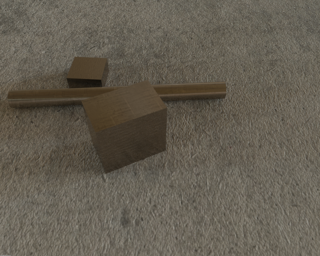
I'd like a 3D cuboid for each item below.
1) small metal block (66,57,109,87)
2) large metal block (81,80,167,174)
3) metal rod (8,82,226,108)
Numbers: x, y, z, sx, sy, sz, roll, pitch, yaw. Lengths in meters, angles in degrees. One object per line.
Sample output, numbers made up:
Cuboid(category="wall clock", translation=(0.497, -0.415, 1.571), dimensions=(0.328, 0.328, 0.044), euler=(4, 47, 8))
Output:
Cuboid(category="small metal block", translation=(-0.108, -0.082, 0.471), dimensions=(0.050, 0.025, 0.050), euler=(3, 50, 2))
Cuboid(category="large metal block", translation=(-0.040, -0.001, 0.368), dimensions=(0.081, 0.080, 0.050), euler=(-20, 53, -17))
Cuboid(category="metal rod", translation=(-0.057, -0.048, 0.442), dimensions=(0.302, 0.025, 0.025), euler=(-3, 50, -3))
